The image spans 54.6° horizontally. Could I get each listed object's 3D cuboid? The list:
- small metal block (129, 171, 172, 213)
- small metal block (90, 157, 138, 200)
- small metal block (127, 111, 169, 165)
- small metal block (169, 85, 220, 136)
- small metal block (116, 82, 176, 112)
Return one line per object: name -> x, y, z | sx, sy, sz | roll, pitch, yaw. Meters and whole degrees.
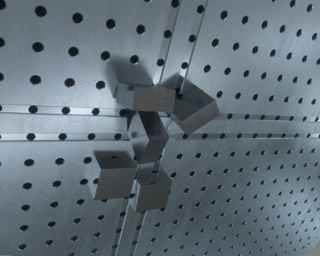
small metal block -> -0.014, 0.095, 0.461 | 0.050, 0.025, 0.050 | -3, 120, -27
small metal block -> -0.063, 0.068, 0.418 | 0.050, 0.025, 0.050 | 2, 118, -29
small metal block -> -0.016, 0.009, 0.381 | 0.025, 0.050, 0.050 | -6, 144, -25
small metal block -> 0.041, -0.024, 0.402 | 0.050, 0.050, 0.025 | -33, 129, -7
small metal block -> -0.017, -0.036, 0.359 | 0.050, 0.050, 0.025 | 1, 103, -29
